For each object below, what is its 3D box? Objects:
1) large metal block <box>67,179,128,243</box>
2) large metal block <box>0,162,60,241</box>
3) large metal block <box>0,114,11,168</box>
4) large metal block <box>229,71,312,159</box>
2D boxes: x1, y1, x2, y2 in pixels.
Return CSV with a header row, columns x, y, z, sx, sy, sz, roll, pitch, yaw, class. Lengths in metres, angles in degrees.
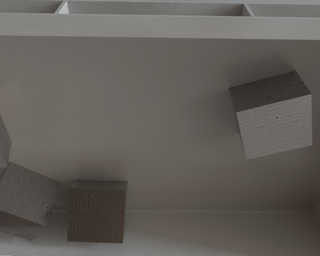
x,y,z,sx,sy,sz,roll,pitch,yaw,class
-0.093,0.126,0.474,0.081,0.050,0.079,3,94,-3,large metal block
-0.208,0.110,0.464,0.080,0.080,0.050,30,124,-23,large metal block
-0.243,0.011,0.388,0.081,0.050,0.079,-9,131,-11,large metal block
0.136,-0.014,0.382,0.080,0.050,0.080,-14,129,11,large metal block
